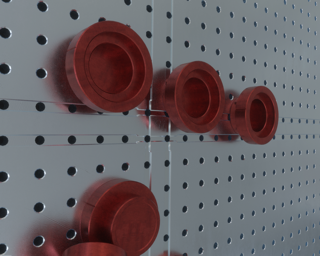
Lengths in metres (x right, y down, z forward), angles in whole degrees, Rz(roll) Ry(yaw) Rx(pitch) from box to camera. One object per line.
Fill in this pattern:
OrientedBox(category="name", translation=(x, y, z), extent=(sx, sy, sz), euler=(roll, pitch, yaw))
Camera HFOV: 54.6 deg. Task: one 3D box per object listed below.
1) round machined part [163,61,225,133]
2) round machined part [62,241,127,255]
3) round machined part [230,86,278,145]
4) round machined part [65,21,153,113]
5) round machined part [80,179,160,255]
OrientedBox(category="round machined part", translation=(0.043, -0.042, 0.433), extent=(0.099, 0.042, 0.097), euler=(0, 90, -40))
OrientedBox(category="round machined part", translation=(-0.068, 0.151, 0.317), extent=(0.098, 0.098, 0.042), euler=(38, 30, -34))
OrientedBox(category="round machined part", translation=(0.157, -0.021, 0.528), extent=(0.099, 0.042, 0.097), euler=(0, 90, -40))
OrientedBox(category="round machined part", translation=(-0.059, -0.065, 0.347), extent=(0.099, 0.042, 0.097), euler=(0, 90, -40))
OrientedBox(category="round machined part", translation=(-0.039, 0.111, 0.365), extent=(0.099, 0.042, 0.097), euler=(0, 90, -40))
